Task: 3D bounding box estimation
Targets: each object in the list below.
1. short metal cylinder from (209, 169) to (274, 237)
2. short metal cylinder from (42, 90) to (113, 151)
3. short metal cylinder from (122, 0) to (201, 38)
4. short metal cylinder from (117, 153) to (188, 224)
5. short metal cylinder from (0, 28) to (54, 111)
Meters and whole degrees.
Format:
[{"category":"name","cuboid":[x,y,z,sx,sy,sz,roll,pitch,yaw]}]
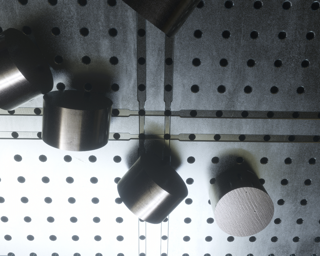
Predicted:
[{"category":"short metal cylinder","cuboid":[0.114,0.106,0.441,0.081,0.050,0.079,0,110,-1]},{"category":"short metal cylinder","cuboid":[-0.101,-0.011,0.379,0.081,0.080,0.050,9,110,-4]},{"category":"short metal cylinder","cuboid":[-0.003,-0.142,0.332,0.080,0.080,0.050,35,106,-12]},{"category":"short metal cylinder","cuboid":[-0.009,0.079,0.413,0.080,0.080,0.050,37,106,-13]},{"category":"short metal cylinder","cuboid":[-0.170,-0.067,0.357,0.050,0.080,0.080,-25,109,9]}]
